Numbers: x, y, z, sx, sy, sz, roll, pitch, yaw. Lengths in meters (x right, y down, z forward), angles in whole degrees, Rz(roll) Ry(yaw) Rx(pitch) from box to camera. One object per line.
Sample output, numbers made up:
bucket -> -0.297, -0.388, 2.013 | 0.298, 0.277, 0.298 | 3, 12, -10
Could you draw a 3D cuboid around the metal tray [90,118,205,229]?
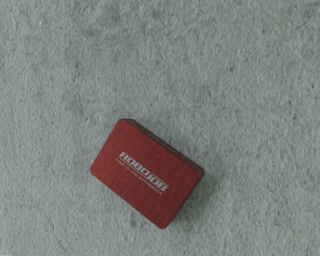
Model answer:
metal tray -> -0.019, 0.057, 0.412 | 0.130, 0.030, 0.090 | 35, 101, 16
